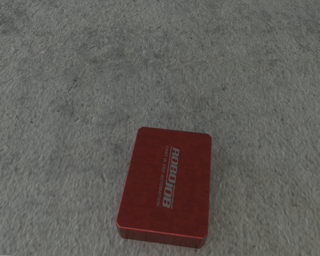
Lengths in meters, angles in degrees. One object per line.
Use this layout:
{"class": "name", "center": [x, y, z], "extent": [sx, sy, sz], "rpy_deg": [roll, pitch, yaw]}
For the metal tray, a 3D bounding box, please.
{"class": "metal tray", "center": [0.009, 0.061, 0.349], "extent": [0.091, 0.030, 0.130], "rpy_deg": [6, 50, 5]}
